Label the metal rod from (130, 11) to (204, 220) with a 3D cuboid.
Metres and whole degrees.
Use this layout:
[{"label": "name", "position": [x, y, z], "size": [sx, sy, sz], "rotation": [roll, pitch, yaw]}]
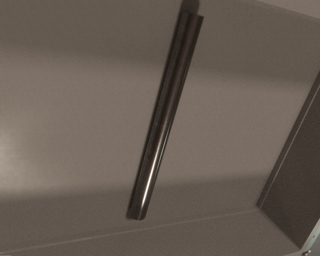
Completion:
[{"label": "metal rod", "position": [0.002, 0.002, 0.412], "size": [0.025, 0.025, 0.298], "rotation": [1, 118, -29]}]
